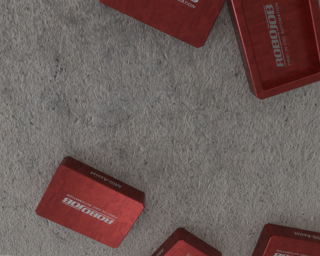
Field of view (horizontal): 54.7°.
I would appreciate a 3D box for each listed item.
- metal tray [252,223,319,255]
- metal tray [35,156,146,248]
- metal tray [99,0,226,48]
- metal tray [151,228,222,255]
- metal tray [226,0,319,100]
[{"bbox_3d":[0.217,0.205,0.484,0.131,0.030,0.089,12,110,-5],"label":"metal tray"},{"bbox_3d":[-0.098,0.109,0.446,0.131,0.030,0.090,28,108,-10],"label":"metal tray"},{"bbox_3d":[0.007,-0.158,0.349,0.131,0.030,0.089,23,108,-9],"label":"metal tray"},{"bbox_3d":[0.026,0.230,0.491,0.090,0.030,0.130,36,106,-13],"label":"metal tray"},{"bbox_3d":[0.141,-0.109,0.367,0.090,0.030,0.129,-19,109,6],"label":"metal tray"}]
